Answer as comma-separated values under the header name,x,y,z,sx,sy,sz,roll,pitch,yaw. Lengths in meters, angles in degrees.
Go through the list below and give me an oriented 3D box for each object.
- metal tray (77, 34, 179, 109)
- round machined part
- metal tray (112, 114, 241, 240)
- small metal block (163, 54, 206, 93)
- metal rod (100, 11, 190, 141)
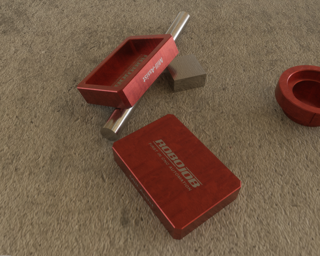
name,x,y,z,sx,sy,sz,roll,pitch,yaw
metal tray,-0.044,-0.085,0.443,0.090,0.030,0.130,11,51,38
round machined part,0.209,-0.040,0.428,0.099,0.042,0.098,0,50,0
metal tray,0.016,0.049,0.359,0.091,0.030,0.130,-29,56,-22
small metal block,0.037,-0.084,0.475,0.050,0.025,0.050,-14,52,-12
metal rod,-0.011,-0.098,0.485,0.025,0.025,0.301,17,52,13
